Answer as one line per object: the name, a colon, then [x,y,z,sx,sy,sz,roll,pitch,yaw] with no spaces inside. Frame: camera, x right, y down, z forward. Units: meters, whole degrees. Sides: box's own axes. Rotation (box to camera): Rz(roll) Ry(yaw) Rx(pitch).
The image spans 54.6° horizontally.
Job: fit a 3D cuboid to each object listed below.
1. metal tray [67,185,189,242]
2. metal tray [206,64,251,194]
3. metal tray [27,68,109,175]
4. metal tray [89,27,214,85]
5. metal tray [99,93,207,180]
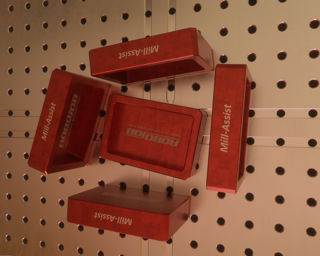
metal tray: [-0.037,0.102,0.392,0.130,0.090,0.030,4,92,20]
metal tray: [0.080,0.000,0.350,0.030,0.090,0.129,5,92,20]
metal tray: [-0.121,-0.008,0.421,0.030,0.090,0.129,19,96,19]
metal tray: [-0.008,-0.083,0.381,0.130,0.090,0.030,-7,88,20]
metal tray: [-0.011,0.009,0.413,0.130,0.030,0.090,12,94,19]
